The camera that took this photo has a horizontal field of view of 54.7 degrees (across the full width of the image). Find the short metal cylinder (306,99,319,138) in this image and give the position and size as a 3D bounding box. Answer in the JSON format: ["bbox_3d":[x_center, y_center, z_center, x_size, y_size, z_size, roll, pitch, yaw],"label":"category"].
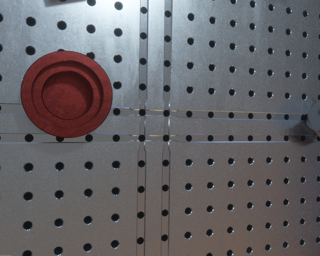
[{"bbox_3d":[0.285,-0.013,0.491,0.050,0.080,0.080,38,78,-17],"label":"short metal cylinder"}]

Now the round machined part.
[{"bbox_3d":[-0.109,-0.038,0.364,0.099,0.042,0.097,0,90,-21],"label":"round machined part"}]
